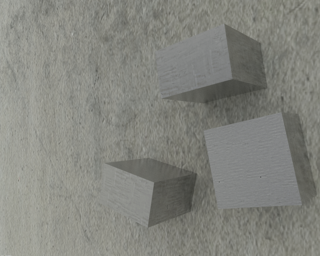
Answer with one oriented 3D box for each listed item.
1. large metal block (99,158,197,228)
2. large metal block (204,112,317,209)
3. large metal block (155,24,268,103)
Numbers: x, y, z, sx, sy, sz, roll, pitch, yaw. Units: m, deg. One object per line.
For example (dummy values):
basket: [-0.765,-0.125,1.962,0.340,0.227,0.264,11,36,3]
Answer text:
large metal block: [-0.014,0.073,0.379,0.080,0.081,0.050,13,99,39]
large metal block: [0.098,0.033,0.307,0.080,0.050,0.080,-15,80,38]
large metal block: [0.054,-0.061,0.323,0.080,0.081,0.050,-11,83,39]
